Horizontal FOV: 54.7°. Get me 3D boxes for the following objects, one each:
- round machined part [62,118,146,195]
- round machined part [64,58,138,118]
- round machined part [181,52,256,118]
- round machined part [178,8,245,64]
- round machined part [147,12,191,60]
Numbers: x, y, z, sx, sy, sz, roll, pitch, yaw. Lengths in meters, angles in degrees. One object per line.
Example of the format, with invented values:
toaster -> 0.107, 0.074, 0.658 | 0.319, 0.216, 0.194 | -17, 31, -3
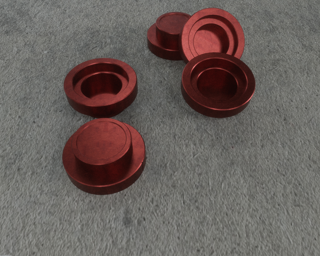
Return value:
round machined part -> -0.067, 0.026, 0.369 | 0.099, 0.042, 0.098 | 0, 50, 0
round machined part -> -0.080, -0.052, 0.435 | 0.099, 0.042, 0.098 | 0, 50, 0
round machined part -> 0.078, -0.055, 0.431 | 0.099, 0.042, 0.098 | 1, 60, -1
round machined part -> 0.077, -0.131, 0.480 | 0.099, 0.042, 0.097 | -1, 94, -9
round machined part -> 0.027, -0.162, 0.528 | 0.099, 0.042, 0.098 | 0, 50, 0
